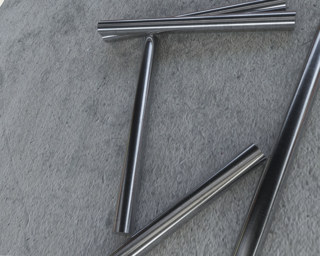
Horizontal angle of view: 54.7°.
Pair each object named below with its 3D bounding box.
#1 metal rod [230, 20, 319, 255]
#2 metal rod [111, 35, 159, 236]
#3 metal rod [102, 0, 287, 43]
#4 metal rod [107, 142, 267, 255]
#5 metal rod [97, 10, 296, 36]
[{"bbox_3d":[0.139,0.002,0.329,0.025,0.025,0.300,15,69,34],"label":"metal rod"},{"bbox_3d":[-0.028,-0.010,0.424,0.025,0.025,0.299,-8,58,24],"label":"metal rod"},{"bbox_3d":[0.037,-0.166,0.486,0.300,0.025,0.025,-1,62,27],"label":"metal rod"},{"bbox_3d":[-0.011,0.119,0.337,0.300,0.025,0.025,-39,51,2],"label":"metal rod"},{"bbox_3d":[0.038,-0.153,0.460,0.301,0.025,0.025,6,65,25],"label":"metal rod"}]
